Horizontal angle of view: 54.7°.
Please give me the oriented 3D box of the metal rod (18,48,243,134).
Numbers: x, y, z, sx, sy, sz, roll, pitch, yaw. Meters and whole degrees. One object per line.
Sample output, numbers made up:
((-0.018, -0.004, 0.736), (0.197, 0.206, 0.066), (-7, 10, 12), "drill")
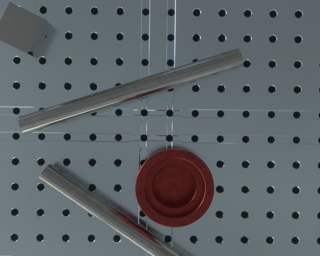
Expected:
((-0.038, -0.049, 0.412), (0.302, 0.025, 0.025), (-17, 90, 0), "metal rod")

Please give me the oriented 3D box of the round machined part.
((0.018, 0.075, 0.405), (0.099, 0.042, 0.097), (0, 90, 0), "round machined part")

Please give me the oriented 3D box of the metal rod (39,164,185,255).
((-0.029, 0.143, 0.413), (0.301, 0.025, 0.025), (35, 90, 0), "metal rod")

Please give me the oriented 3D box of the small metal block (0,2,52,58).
((-0.182, -0.130, 0.412), (0.050, 0.025, 0.050), (26, 90, 0), "small metal block")
